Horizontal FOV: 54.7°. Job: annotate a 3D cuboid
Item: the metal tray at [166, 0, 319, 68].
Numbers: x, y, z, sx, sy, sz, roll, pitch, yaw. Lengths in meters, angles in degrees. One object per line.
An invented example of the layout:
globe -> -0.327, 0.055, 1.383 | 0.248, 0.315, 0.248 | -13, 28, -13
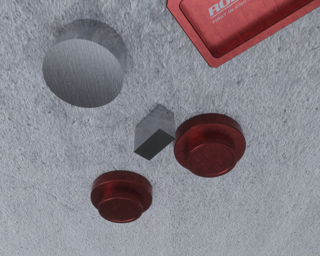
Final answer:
metal tray -> 0.082, -0.128, 0.296 | 0.130, 0.030, 0.090 | -29, 125, 22

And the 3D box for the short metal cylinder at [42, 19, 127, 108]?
short metal cylinder -> -0.077, -0.068, 0.332 | 0.081, 0.050, 0.079 | 0, 130, 0

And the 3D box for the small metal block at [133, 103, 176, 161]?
small metal block -> -0.007, 0.005, 0.395 | 0.025, 0.050, 0.050 | 33, 123, -25

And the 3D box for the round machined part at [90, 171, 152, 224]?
round machined part -> -0.061, 0.116, 0.494 | 0.099, 0.042, 0.097 | -1, 130, 0

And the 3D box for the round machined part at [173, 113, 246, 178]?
round machined part -> 0.068, 0.031, 0.423 | 0.099, 0.042, 0.097 | -1, 130, 0
